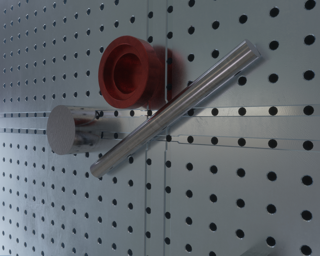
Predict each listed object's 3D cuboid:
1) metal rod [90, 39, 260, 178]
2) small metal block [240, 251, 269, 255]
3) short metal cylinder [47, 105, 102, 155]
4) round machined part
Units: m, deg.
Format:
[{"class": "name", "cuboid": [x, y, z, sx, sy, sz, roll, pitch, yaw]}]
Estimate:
[{"class": "metal rod", "cuboid": [-0.001, -0.008, 0.409, 0.299, 0.025, 0.025, -38, 67, 33]}, {"class": "small metal block", "cuboid": [0.092, 0.161, 0.317, 0.025, 0.050, 0.050, -9, 85, 40]}, {"class": "short metal cylinder", "cuboid": [-0.142, 0.003, 0.510, 0.080, 0.050, 0.079, 0, 90, 40]}, {"class": "round machined part", "cuboid": [-0.038, -0.075, 0.429, 0.098, 0.042, 0.097, 0, 90, 40]}]
